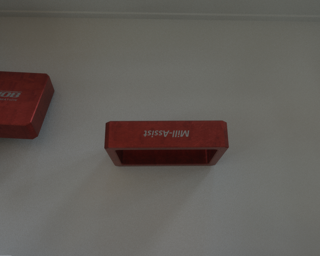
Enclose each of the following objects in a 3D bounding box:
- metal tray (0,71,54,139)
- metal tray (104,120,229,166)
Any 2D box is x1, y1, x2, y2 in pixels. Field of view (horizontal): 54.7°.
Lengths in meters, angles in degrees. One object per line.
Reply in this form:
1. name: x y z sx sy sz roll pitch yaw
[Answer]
1. metal tray: -0.216 -0.033 0.402 0.131 0.030 0.090 3 52 1
2. metal tray: 0.007 0.021 0.367 0.131 0.090 0.030 0 70 -1
